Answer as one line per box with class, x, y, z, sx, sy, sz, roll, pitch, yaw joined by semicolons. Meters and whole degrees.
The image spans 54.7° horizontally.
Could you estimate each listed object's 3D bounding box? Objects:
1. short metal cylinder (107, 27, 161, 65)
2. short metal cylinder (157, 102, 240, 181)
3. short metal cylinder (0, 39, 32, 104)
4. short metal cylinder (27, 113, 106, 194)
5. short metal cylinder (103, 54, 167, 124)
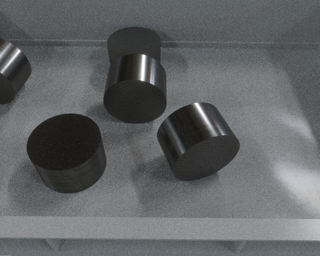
short metal cylinder;-0.039;-0.114;0.484;0.081;0.050;0.080;0;50;0
short metal cylinder;0.043;0.017;0.356;0.081;0.080;0.050;-16;52;-13
short metal cylinder;-0.231;-0.079;0.433;0.080;0.080;0.050;9;51;7
short metal cylinder;-0.106;0.029;0.363;0.081;0.050;0.080;0;50;0
short metal cylinder;-0.032;-0.051;0.412;0.081;0.080;0.050;0;50;0
